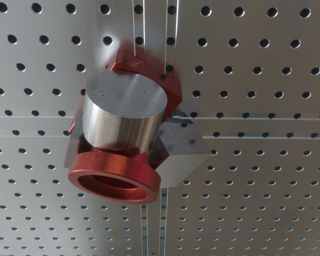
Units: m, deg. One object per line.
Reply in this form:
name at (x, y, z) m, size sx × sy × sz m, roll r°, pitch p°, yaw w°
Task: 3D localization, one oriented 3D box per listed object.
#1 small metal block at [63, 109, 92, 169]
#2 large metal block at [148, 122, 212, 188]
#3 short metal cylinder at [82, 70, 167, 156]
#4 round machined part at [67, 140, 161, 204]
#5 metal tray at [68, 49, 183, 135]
small metal block at (-0.092, 0.015, 0.365) m, size 0.025 × 0.050 × 0.050 m, roll 15°, pitch 128°, yaw -13°
large metal block at (0.006, 0.038, 0.404) m, size 0.081 × 0.050 × 0.080 m, roll 3°, pitch 139°, yaw -45°
short metal cylinder at (-0.038, -0.017, 0.321) m, size 0.081 × 0.080 × 0.050 m, roll 10°, pitch 129°, yaw -9°
round machined part at (-0.047, 0.048, 0.342) m, size 0.099 × 0.042 × 0.098 m, roll 9°, pitch 151°, yaw 6°
metal tray at (-0.045, -0.023, 0.389) m, size 0.090 × 0.030 × 0.129 m, roll 28°, pitch 125°, yaw -22°
